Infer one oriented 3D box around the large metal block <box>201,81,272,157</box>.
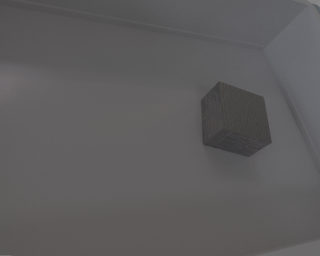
[{"bbox_3d":[0.109,-0.012,0.455,0.080,0.050,0.080,16,56,-20],"label":"large metal block"}]
